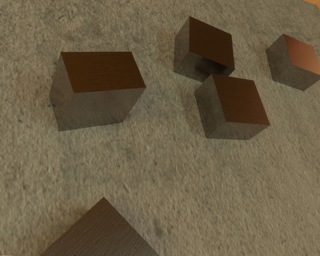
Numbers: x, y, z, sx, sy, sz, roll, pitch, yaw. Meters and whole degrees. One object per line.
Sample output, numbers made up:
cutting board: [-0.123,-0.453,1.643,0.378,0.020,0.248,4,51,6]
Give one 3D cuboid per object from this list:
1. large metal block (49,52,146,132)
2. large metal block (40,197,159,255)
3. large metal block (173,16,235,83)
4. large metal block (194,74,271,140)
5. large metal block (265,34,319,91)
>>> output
large metal block: [-0.074,-0.042,0.355,0.081,0.080,0.050,-9,67,-33]
large metal block: [-0.059,0.125,0.281,0.080,0.050,0.080,46,51,3]
large metal block: [0.070,-0.122,0.502,0.081,0.050,0.080,17,55,-19]
large metal block: [0.106,-0.030,0.465,0.081,0.050,0.080,4,60,-27]
large metal block: [0.264,-0.128,0.612,0.081,0.050,0.080,14,56,-21]
